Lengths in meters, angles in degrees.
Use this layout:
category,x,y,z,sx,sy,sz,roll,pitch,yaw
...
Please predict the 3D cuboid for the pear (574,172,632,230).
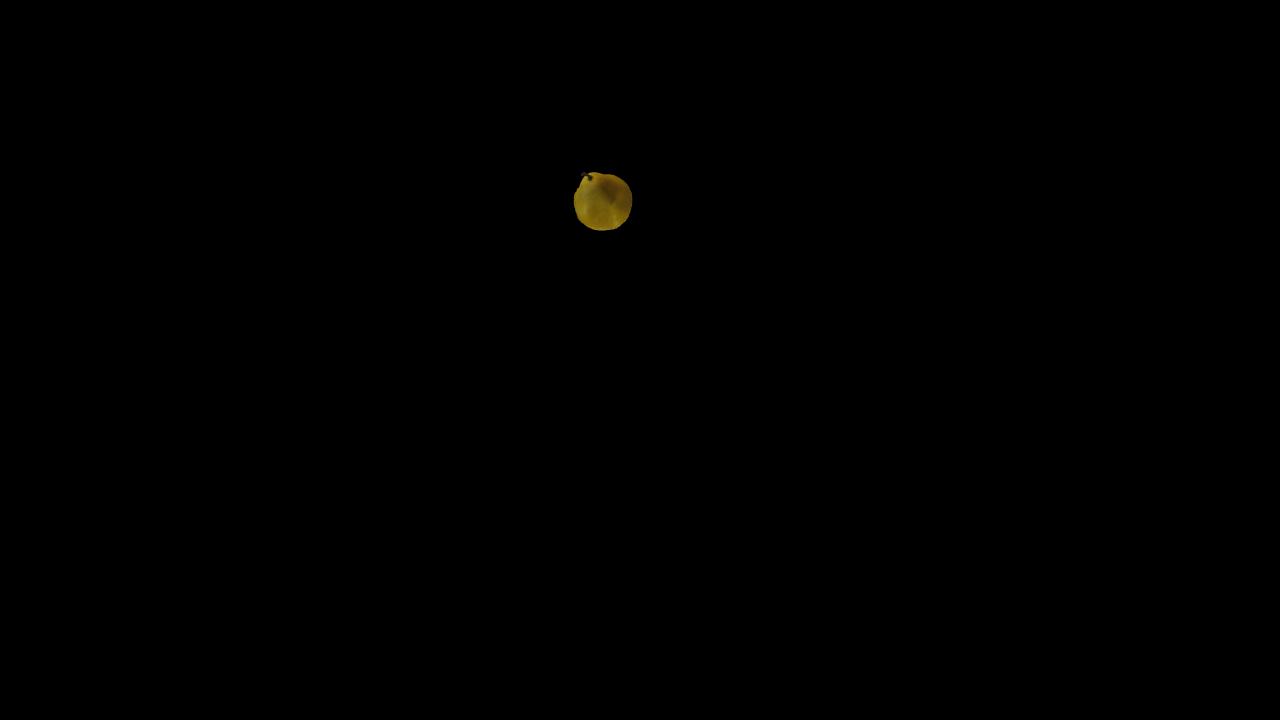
category,x,y,z,sx,sy,sz,roll,pitch,yaw
pear,-0.051,-0.221,0.810,0.080,0.080,0.111,0,-18,2
